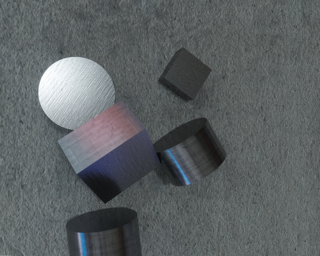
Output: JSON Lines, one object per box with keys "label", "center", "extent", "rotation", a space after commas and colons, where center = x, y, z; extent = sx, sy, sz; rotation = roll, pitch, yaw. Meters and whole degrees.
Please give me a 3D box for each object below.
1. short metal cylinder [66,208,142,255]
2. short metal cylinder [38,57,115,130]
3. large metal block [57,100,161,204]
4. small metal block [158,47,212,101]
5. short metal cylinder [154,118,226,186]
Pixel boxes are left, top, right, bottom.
{"label": "short metal cylinder", "center": [-0.063, 0.129, 0.357], "extent": [0.081, 0.080, 0.050], "rotation": [-7, 93, -20]}
{"label": "short metal cylinder", "center": [-0.097, -0.037, 0.360], "extent": [0.081, 0.050, 0.079], "rotation": [0, 90, -20]}
{"label": "large metal block", "center": [-0.053, 0.029, 0.350], "extent": [0.080, 0.050, 0.080], "rotation": [-34, 145, -11]}
{"label": "small metal block", "center": [0.034, -0.072, 0.421], "extent": [0.050, 0.025, 0.050], "rotation": [34, 79, -17]}
{"label": "short metal cylinder", "center": [0.036, 0.029, 0.393], "extent": [0.080, 0.080, 0.050], "rotation": [-34, 102, -17]}
